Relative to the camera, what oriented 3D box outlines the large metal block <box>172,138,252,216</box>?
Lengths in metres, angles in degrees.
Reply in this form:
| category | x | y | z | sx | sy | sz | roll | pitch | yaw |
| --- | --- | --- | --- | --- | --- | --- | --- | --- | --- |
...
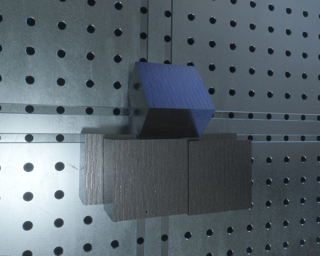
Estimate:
| category | x | y | z | sx | sy | sz | roll | pitch | yaw |
| --- | --- | --- | --- | --- | --- | --- | --- | --- | --- |
| large metal block | 0.060 | 0.053 | 0.367 | 0.081 | 0.050 | 0.079 | 0 | 90 | -21 |

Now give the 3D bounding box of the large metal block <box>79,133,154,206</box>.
| category | x | y | z | sx | sy | sz | roll | pitch | yaw |
| --- | --- | --- | --- | --- | --- | --- | --- | --- | --- |
| large metal block | -0.055 | 0.047 | 0.380 | 0.081 | 0.050 | 0.079 | 2 | 90 | -21 |

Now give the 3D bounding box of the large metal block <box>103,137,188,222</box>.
| category | x | y | z | sx | sy | sz | roll | pitch | yaw |
| --- | --- | --- | --- | --- | --- | --- | --- | --- | --- |
| large metal block | -0.017 | 0.051 | 0.338 | 0.081 | 0.050 | 0.079 | 0 | 90 | -21 |

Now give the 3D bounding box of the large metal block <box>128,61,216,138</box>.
| category | x | y | z | sx | sy | sz | roll | pitch | yaw |
| --- | --- | --- | --- | --- | --- | --- | --- | --- | --- |
| large metal block | 0.011 | -0.034 | 0.382 | 0.081 | 0.050 | 0.080 | 0 | 48 | -21 |

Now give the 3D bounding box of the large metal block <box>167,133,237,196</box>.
| category | x | y | z | sx | sy | sz | roll | pitch | yaw |
| --- | --- | --- | --- | --- | --- | --- | --- | --- | --- |
| large metal block | 0.056 | 0.047 | 0.421 | 0.081 | 0.050 | 0.079 | -1 | 91 | -20 |
